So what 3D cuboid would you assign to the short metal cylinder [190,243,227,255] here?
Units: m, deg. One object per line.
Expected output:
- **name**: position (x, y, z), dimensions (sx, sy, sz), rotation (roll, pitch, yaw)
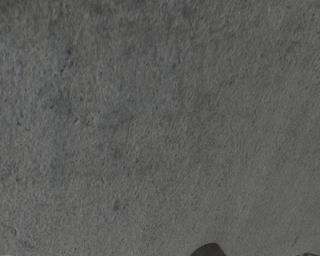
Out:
- **short metal cylinder**: position (0.101, 0.279, 0.622), dimensions (0.081, 0.050, 0.079), rotation (-14, 125, -21)
